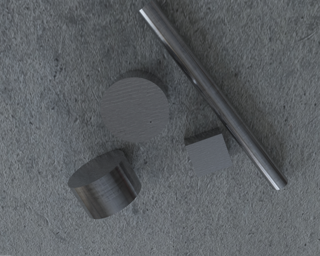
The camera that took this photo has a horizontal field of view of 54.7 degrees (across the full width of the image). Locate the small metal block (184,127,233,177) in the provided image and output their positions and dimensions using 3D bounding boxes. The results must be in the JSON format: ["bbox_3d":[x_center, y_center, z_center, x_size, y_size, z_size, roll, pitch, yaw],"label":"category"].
[{"bbox_3d":[0.066,0.033,0.423,0.050,0.025,0.050,-20,109,7],"label":"small metal block"}]

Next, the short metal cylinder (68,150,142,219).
[{"bbox_3d":[-0.072,0.072,0.406,0.080,0.080,0.050,-24,109,8],"label":"short metal cylinder"}]

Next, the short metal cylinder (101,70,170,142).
[{"bbox_3d":[-0.029,-0.028,0.386,0.081,0.050,0.079,0,110,0],"label":"short metal cylinder"}]

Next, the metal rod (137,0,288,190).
[{"bbox_3d":[0.077,-0.031,0.399,0.025,0.025,0.300,-37,106,12],"label":"metal rod"}]
